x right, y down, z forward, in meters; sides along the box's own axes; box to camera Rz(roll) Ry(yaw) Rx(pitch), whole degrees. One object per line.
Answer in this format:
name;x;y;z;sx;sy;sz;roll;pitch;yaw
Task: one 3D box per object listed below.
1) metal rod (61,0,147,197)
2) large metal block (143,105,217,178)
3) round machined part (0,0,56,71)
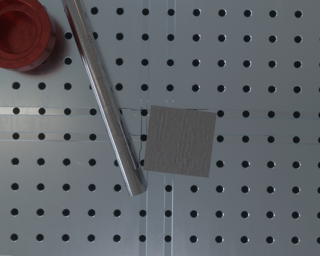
metal rod;-0.078;-0.054;0.412;0.025;0.025;0.299;-19;90;0
large metal block;0.024;0.016;0.401;0.080;0.050;0.080;7;90;0
round machined part;-0.185;-0.122;0.403;0.099;0.042;0.097;0;90;0
